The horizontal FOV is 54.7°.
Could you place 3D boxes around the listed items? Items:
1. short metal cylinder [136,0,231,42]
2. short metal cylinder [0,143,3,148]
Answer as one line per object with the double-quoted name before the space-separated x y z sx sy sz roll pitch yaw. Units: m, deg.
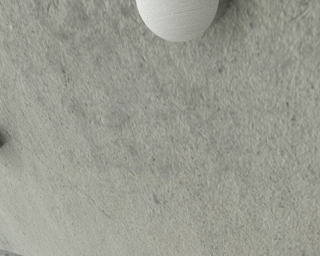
"short metal cylinder" 0.024 -0.129 0.297 0.080 0.050 0.079 13 124 20
"short metal cylinder" -0.344 0.036 0.571 0.080 0.080 0.050 -20 108 35
